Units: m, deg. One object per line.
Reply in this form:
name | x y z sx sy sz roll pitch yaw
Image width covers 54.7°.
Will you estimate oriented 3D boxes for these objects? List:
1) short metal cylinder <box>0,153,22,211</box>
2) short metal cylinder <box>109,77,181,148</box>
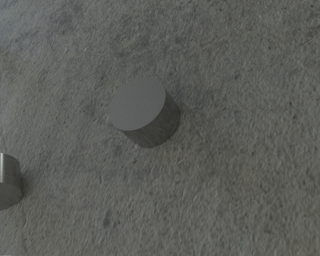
short metal cylinder | -0.244 0.079 0.445 0.080 0.080 0.050 -29 52 9
short metal cylinder | -0.019 -0.020 0.409 0.080 0.050 0.080 -13 56 20
